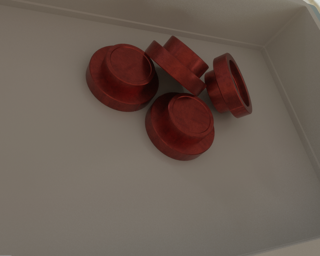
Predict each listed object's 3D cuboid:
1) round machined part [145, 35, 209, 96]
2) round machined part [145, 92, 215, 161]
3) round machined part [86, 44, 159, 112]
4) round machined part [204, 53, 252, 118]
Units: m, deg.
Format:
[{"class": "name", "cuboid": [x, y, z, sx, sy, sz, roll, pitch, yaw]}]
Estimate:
[{"class": "round machined part", "cuboid": [0.030, -0.092, 0.435, 0.098, 0.042, 0.098, 39, 11, -8]}, {"class": "round machined part", "cuboid": [0.033, -0.009, 0.420, 0.099, 0.042, 0.098, 14, 56, -21]}, {"class": "round machined part", "cuboid": [-0.046, -0.074, 0.416, 0.099, 0.042, 0.098, 14, 56, -21]}, {"class": "round machined part", "cuboid": [0.101, -0.060, 0.469, 0.098, 0.042, 0.098, 43, 36, -42]}]
